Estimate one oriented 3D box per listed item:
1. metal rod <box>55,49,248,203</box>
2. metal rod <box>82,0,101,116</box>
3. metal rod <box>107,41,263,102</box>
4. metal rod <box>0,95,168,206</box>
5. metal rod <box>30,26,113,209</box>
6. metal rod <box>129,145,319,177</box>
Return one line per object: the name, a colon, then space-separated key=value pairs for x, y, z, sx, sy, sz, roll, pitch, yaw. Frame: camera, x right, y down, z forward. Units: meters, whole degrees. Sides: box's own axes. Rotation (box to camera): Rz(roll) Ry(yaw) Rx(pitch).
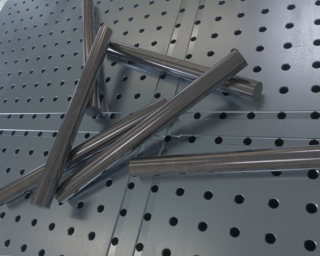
metal rod: x=-0.020 y=0.004 z=0.399 sx=0.300 sy=0.025 sz=0.025 roll=-37 pitch=51 yaw=10
metal rod: x=-0.128 y=-0.146 z=0.566 sx=0.025 sy=0.025 sz=0.300 roll=-22 pitch=53 yaw=15
metal rod: x=0.009 y=-0.096 z=0.463 sx=0.300 sy=0.025 sz=0.025 roll=26 pitch=76 yaw=37
metal rod: x=-0.117 y=0.037 z=0.448 sx=0.300 sy=0.025 sz=0.025 roll=-29 pitch=52 yaw=10
metal rod: x=-0.122 y=-0.031 z=0.459 sx=0.025 sy=0.025 sz=0.300 roll=-1 pitch=61 yaw=28
metal rod: x=0.103 y=0.035 z=0.333 sx=0.300 sy=0.025 sz=0.025 roll=-6 pitch=59 yaw=25
